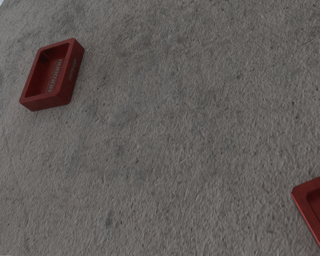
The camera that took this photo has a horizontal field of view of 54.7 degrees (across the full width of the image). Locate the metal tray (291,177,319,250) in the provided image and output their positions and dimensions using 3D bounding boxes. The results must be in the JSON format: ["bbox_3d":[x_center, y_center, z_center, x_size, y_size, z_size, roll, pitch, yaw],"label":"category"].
[{"bbox_3d":[0.192,0.069,0.257,0.130,0.030,0.090,-26,52,11],"label":"metal tray"}]

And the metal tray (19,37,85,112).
[{"bbox_3d":[-0.194,-0.098,0.562,0.090,0.030,0.130,-8,58,23],"label":"metal tray"}]
